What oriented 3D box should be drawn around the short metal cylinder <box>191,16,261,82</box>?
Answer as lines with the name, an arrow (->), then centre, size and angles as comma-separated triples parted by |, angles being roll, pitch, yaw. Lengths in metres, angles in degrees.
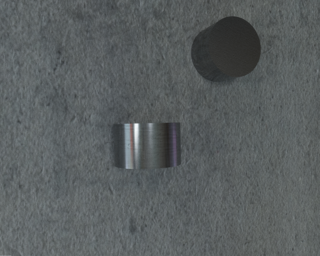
short metal cylinder -> 0.091, -0.107, 0.431 | 0.081, 0.050, 0.079 | 0, 90, -21

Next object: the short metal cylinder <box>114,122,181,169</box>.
short metal cylinder -> -0.015, 0.019, 0.375 | 0.081, 0.080, 0.050 | -2, 91, -20
